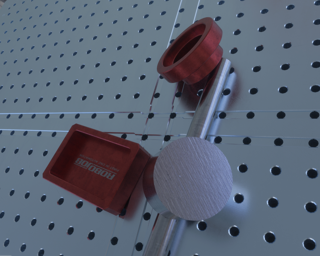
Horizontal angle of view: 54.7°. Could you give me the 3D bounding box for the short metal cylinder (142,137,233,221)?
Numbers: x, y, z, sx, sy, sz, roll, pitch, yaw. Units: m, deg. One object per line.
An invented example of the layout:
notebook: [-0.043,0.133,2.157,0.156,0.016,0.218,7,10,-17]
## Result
short metal cylinder: [0.027,0.054,0.319,0.081,0.050,0.080,4,74,-14]

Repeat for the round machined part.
round machined part: [0.045,-0.097,0.417,0.098,0.042,0.098,-38,26,23]

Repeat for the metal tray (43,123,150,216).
metal tray: [-0.089,0.051,0.420,0.130,0.030,0.090,15,69,34]

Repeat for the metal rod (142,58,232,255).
metal rod: [0.032,0.043,0.365,0.025,0.025,0.300,9,66,32]
